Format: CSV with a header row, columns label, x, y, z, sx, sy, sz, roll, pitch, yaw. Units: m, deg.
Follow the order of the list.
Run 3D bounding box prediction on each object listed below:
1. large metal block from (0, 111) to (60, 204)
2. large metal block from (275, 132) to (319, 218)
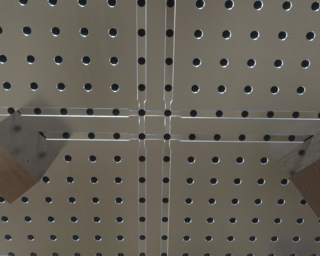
label,x,y,z,sx,sy,sz,roll,pitch,yaw
large metal block,-0.186,0.034,0.394,0.050,0.080,0.080,-38,106,12
large metal block,0.223,0.062,0.426,0.080,0.050,0.080,-36,107,12
